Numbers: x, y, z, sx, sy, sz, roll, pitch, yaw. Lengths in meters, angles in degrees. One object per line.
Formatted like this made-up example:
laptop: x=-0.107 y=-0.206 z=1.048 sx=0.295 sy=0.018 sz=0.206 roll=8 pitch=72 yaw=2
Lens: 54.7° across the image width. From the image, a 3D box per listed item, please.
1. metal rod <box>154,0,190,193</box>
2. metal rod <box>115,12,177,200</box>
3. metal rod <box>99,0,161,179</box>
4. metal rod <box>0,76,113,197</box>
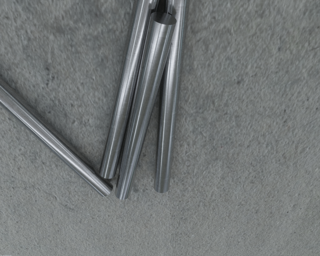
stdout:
metal rod: x=0.010 y=-0.021 z=0.389 sx=0.025 sy=0.025 sz=0.298 roll=2 pitch=130 yaw=-2
metal rod: x=-0.028 y=0.001 z=0.392 sx=0.025 sy=0.025 sz=0.298 roll=9 pitch=134 yaw=-8
metal rod: x=-0.040 y=-0.044 z=0.369 sx=0.025 sy=0.025 sz=0.298 roll=11 pitch=129 yaw=-10
metal rod: x=-0.157 y=-0.001 z=0.403 sx=0.025 sy=0.025 sz=0.300 roll=-23 pitch=127 yaw=18
